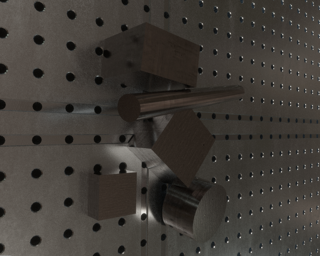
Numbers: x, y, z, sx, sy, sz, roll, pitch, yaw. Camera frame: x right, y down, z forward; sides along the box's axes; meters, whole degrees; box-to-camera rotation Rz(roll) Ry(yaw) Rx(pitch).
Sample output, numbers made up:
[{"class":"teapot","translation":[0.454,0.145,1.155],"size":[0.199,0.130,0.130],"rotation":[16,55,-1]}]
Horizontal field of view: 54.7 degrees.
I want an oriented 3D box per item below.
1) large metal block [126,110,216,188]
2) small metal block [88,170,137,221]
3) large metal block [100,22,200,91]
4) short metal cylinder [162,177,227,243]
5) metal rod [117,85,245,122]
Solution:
[{"class":"large metal block","translation":[0.017,0.020,0.409],"size":[0.080,0.050,0.080],"rotation":[49,61,-29]},{"class":"small metal block","translation":[-0.056,0.077,0.364],"size":[0.050,0.025,0.050],"rotation":[2,89,-40]},{"class":"large metal block","translation":[-0.012,-0.077,0.365],"size":[0.081,0.080,0.050],"rotation":[10,84,-40]},{"class":"short metal cylinder","translation":[0.049,0.109,0.425],"size":[0.081,0.050,0.079],"rotation":[-18,115,-45]},{"class":"metal rod","translation":[0.052,-0.039,0.397],"size":[0.302,0.025,0.025],"rotation":[-15,101,-57]}]
